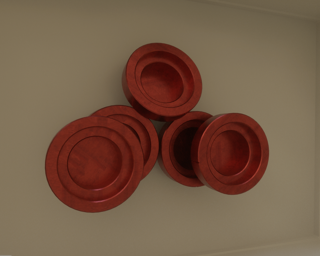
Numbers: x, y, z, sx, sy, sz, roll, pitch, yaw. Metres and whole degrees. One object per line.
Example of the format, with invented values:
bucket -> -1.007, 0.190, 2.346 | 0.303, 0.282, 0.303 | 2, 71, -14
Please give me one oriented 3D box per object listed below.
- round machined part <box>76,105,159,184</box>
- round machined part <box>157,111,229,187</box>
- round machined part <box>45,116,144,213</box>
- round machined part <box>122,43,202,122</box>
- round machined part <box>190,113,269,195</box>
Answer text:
round machined part -> -0.054, 0.022, 0.380 | 0.099, 0.042, 0.097 | 0, 90, -20
round machined part -> 0.040, 0.027, 0.415 | 0.099, 0.042, 0.097 | 0, 90, -20
round machined part -> -0.070, 0.036, 0.330 | 0.099, 0.042, 0.097 | 0, 90, -20
round machined part -> 0.000, -0.053, 0.389 | 0.099, 0.042, 0.098 | 7, 70, -19
round machined part -> 0.082, 0.031, 0.386 | 0.099, 0.042, 0.097 | 0, 90, -20
